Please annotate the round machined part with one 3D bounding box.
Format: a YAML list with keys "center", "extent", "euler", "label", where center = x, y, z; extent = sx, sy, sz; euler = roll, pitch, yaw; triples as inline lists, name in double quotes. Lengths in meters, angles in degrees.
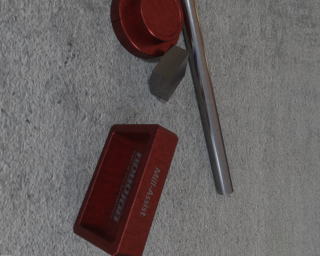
- center: [-0.009, -0.139, 0.388]
  extent: [0.099, 0.042, 0.097]
  euler: [0, 90, -40]
  label: "round machined part"

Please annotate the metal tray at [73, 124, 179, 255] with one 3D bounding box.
- center: [-0.038, 0.061, 0.332]
  extent: [0.030, 0.090, 0.130]
  euler: [30, 71, -37]
  label: "metal tray"

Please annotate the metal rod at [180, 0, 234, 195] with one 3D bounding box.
- center: [0.071, -0.040, 0.466]
  extent: [0.025, 0.025, 0.298]
  euler: [-23, 105, -38]
  label: "metal rod"

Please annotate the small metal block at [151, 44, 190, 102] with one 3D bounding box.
- center: [0.012, -0.070, 0.399]
  extent: [0.025, 0.050, 0.050]
  euler: [28, 66, 10]
  label: "small metal block"

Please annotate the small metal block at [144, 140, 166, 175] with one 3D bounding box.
- center: [-0.018, 0.040, 0.375]
  extent: [0.025, 0.050, 0.050]
  euler: [28, 73, -37]
  label: "small metal block"
